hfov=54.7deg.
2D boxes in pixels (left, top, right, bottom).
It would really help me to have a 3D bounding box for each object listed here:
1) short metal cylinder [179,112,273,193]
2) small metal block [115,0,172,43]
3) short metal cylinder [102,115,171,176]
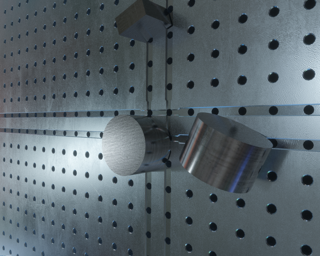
[{"bbox_3d":[0.066,0.023,0.319,0.080,0.081,0.050,33,111,35],"label":"short metal cylinder"},{"bbox_3d":[-0.022,-0.141,0.411,0.050,0.050,0.025,-24,75,37],"label":"small metal block"},{"bbox_3d":[-0.033,0.022,0.420,0.080,0.050,0.080,0,90,39],"label":"short metal cylinder"}]
